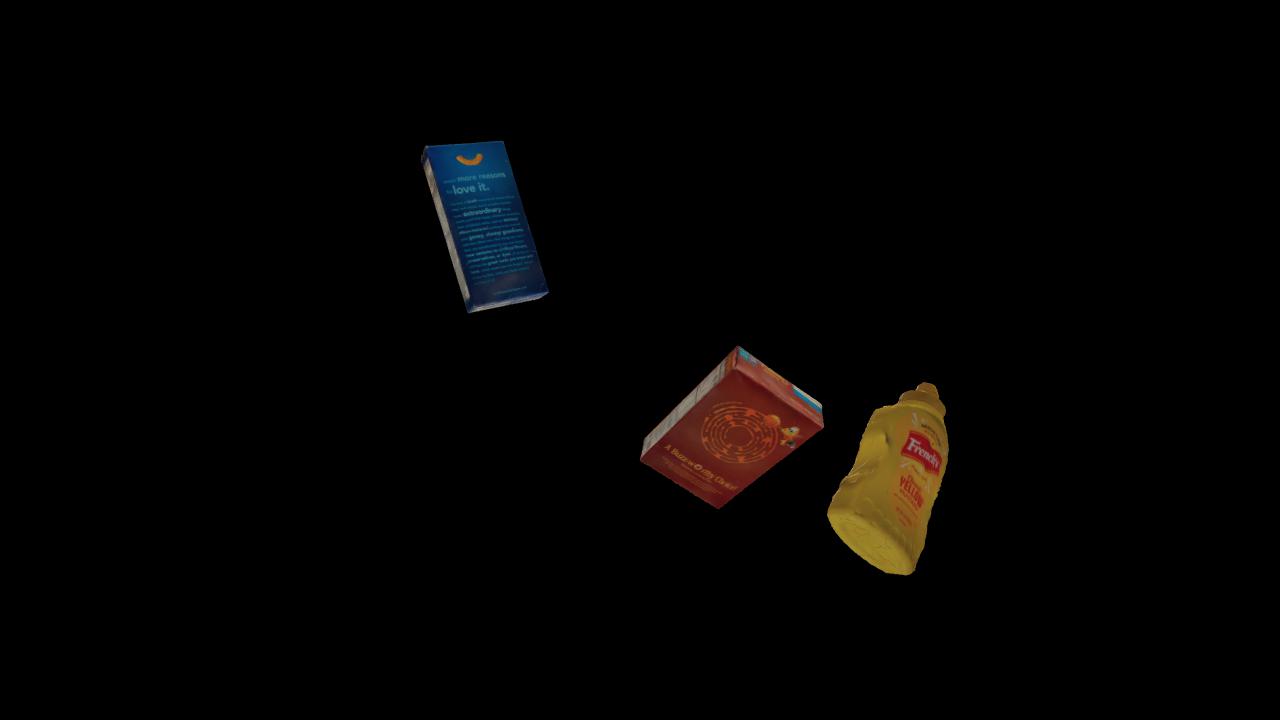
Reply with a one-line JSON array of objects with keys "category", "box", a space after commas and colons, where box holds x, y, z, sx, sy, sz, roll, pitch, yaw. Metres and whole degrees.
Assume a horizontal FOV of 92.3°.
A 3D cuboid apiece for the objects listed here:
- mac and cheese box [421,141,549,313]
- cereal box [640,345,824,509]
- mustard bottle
[{"category": "mac and cheese box", "box": [-0.176, -0.152, 0.702, 0.093, 0.184, 0.041, -16, 0, -29]}, {"category": "cereal box", "box": [0.167, 0.137, 1.166, 0.203, 0.306, 0.081, 33, 34, -12]}, {"category": "mustard bottle", "box": [0.237, 0.091, 0.558, 0.092, 0.184, 0.054, 41, -30, -9]}]
